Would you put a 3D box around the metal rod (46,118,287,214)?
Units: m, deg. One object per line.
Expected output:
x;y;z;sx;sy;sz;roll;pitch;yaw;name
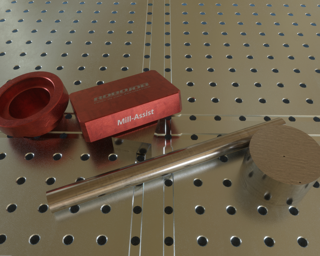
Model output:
0.020;0.040;0.374;0.302;0.025;0.025;-16;52;-14;metal rod

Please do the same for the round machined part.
-0.168;-0.027;0.411;0.099;0.042;0.098;-5;51;7;round machined part

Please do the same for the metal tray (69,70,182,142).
-0.048;-0.034;0.415;0.131;0.030;0.090;-19;35;-16;metal tray

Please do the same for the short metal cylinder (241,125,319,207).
0.139;0.043;0.357;0.081;0.050;0.080;0;50;0;short metal cylinder

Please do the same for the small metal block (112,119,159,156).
-0.030;0.004;0.404;0.050;0.025;0.050;9;51;7;small metal block
